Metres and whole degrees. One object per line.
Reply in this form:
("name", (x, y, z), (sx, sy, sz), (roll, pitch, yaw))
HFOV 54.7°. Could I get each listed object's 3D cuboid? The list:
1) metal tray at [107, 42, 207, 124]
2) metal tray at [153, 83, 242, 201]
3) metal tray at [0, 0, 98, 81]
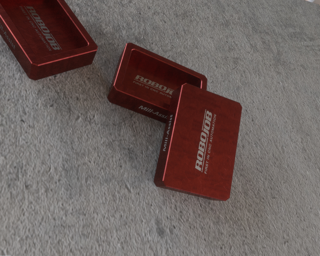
("metal tray", (0.001, -0.056, 0.434), (0.131, 0.030, 0.090), (21, 54, -16))
("metal tray", (0.051, 0.019, 0.391), (0.091, 0.030, 0.130), (18, 73, -18))
("metal tray", (-0.153, -0.130, 0.397), (0.091, 0.030, 0.130), (-28, 77, -37))
